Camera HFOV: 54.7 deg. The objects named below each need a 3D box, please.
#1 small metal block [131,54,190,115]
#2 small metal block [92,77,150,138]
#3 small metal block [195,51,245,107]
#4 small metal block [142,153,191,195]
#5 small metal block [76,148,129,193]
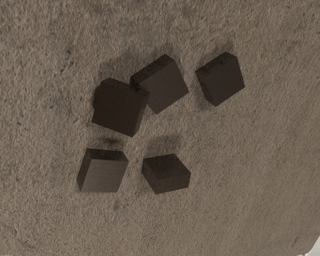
[{"bbox_3d":[0.001,-0.053,0.376,0.050,0.025,0.050,-35,129,-6],"label":"small metal block"},{"bbox_3d":[-0.045,-0.024,0.352,0.050,0.025,0.050,20,113,5],"label":"small metal block"},{"bbox_3d":[0.081,-0.065,0.413,0.050,0.025,0.050,-34,129,-6],"label":"small metal block"},{"bbox_3d":[0.008,0.063,0.436,0.050,0.050,0.025,-7,122,-25],"label":"small metal block"},{"bbox_3d":[-0.075,0.056,0.402,0.050,0.025,0.050,9,114,-33],"label":"small metal block"}]
